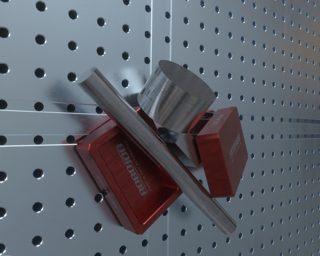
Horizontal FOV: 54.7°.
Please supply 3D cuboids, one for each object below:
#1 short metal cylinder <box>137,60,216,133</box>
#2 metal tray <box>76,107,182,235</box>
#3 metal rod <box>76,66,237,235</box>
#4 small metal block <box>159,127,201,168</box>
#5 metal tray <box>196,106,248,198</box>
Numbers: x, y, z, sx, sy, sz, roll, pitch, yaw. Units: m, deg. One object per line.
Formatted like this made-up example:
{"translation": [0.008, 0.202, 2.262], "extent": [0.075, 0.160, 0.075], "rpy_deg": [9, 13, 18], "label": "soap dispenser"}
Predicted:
{"translation": [0.020, -0.039, 0.378], "extent": [0.081, 0.080, 0.050], "rpy_deg": [10, 125, -40], "label": "short metal cylinder"}
{"translation": [-0.030, 0.050, 0.376], "extent": [0.091, 0.030, 0.129], "rpy_deg": [-39, 114, -33], "label": "metal tray"}
{"translation": [0.014, 0.046, 0.377], "extent": [0.300, 0.025, 0.025], "rpy_deg": [49, 61, -29], "label": "metal rod"}
{"translation": [0.023, 0.025, 0.407], "extent": [0.050, 0.050, 0.025], "rpy_deg": [48, 61, -30], "label": "small metal block"}
{"translation": [0.095, 0.030, 0.448], "extent": [0.131, 0.030, 0.089], "rpy_deg": [-40, 117, -59], "label": "metal tray"}
